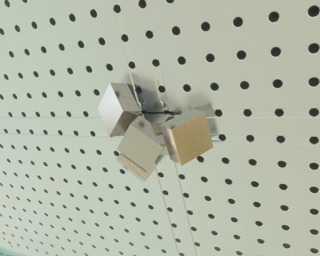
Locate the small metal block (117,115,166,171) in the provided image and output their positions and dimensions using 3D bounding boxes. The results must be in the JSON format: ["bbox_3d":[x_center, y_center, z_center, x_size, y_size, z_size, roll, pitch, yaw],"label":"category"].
[{"bbox_3d":[-0.021,0.020,0.403,0.050,0.025,0.050,35,129,4],"label":"small metal block"}]

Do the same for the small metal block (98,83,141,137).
[{"bbox_3d":[-0.055,-0.024,0.410,0.050,0.025,0.050,-55,50,39],"label":"small metal block"}]

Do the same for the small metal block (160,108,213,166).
[{"bbox_3d":[0.034,0.010,0.381,0.025,0.050,0.050,24,136,56],"label":"small metal block"}]

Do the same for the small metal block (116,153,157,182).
[{"bbox_3d":[-0.034,0.052,0.446,0.050,0.025,0.050,38,166,2],"label":"small metal block"}]

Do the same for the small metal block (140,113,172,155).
[{"bbox_3d":[-0.007,0.008,0.420,0.050,0.025,0.050,1,122,27],"label":"small metal block"}]
